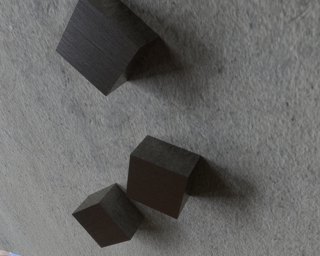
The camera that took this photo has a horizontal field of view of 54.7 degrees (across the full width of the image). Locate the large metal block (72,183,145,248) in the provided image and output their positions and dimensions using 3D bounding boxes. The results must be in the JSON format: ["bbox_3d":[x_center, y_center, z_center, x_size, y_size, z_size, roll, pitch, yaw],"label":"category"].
[{"bbox_3d":[-0.088,0.150,0.528,0.080,0.050,0.080,-30,102,37],"label":"large metal block"}]

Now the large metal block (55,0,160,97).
[{"bbox_3d":[-0.062,-0.098,0.361,0.080,0.050,0.080,42,129,-2],"label":"large metal block"}]

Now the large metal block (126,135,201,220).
[{"bbox_3d":[0.003,0.067,0.430,0.080,0.050,0.079,20,126,15],"label":"large metal block"}]
